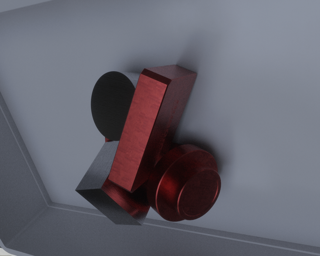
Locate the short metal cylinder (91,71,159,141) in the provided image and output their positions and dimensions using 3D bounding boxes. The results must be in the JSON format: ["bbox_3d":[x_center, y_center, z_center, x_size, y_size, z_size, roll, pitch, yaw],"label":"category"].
[{"bbox_3d":[-0.037,-0.027,0.373,0.080,0.050,0.079,5,99,38],"label":"short metal cylinder"}]

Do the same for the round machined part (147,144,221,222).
[{"bbox_3d":[0.036,0.073,0.380,0.042,0.099,0.097,29,136,49],"label":"round machined part"}]

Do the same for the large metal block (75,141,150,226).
[{"bbox_3d":[-0.049,0.071,0.410,0.050,0.080,0.080,-13,128,39],"label":"large metal block"}]

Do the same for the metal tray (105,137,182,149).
[{"bbox_3d":[-0.014,0.057,0.443,0.130,0.030,0.089,16,125,18],"label":"metal tray"}]

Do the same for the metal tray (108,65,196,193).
[{"bbox_3d":[-0.007,-0.003,0.345,0.030,0.090,0.129,26,112,16],"label":"metal tray"}]
